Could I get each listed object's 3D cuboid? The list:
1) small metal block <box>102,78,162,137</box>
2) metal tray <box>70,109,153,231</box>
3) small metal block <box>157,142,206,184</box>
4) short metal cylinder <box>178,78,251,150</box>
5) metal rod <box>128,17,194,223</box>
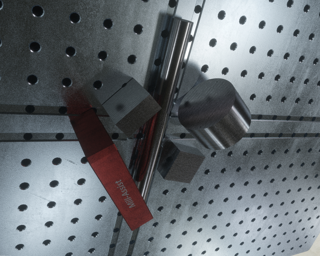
[{"bbox_3d":[-0.034,-0.025,0.361,0.050,0.050,0.025,-41,130,0],"label":"small metal block"},{"bbox_3d":[-0.057,0.051,0.370,0.030,0.090,0.129,-29,129,-10],"label":"metal tray"},{"bbox_3d":[0.032,0.053,0.464,0.050,0.025,0.050,16,110,-35],"label":"small metal block"},{"bbox_3d":[0.071,-0.018,0.405,0.080,0.080,0.050,-44,130,2],"label":"short metal cylinder"},{"bbox_3d":[-0.008,0.008,0.413,0.025,0.025,0.298,0,119,-29],"label":"metal rod"}]
